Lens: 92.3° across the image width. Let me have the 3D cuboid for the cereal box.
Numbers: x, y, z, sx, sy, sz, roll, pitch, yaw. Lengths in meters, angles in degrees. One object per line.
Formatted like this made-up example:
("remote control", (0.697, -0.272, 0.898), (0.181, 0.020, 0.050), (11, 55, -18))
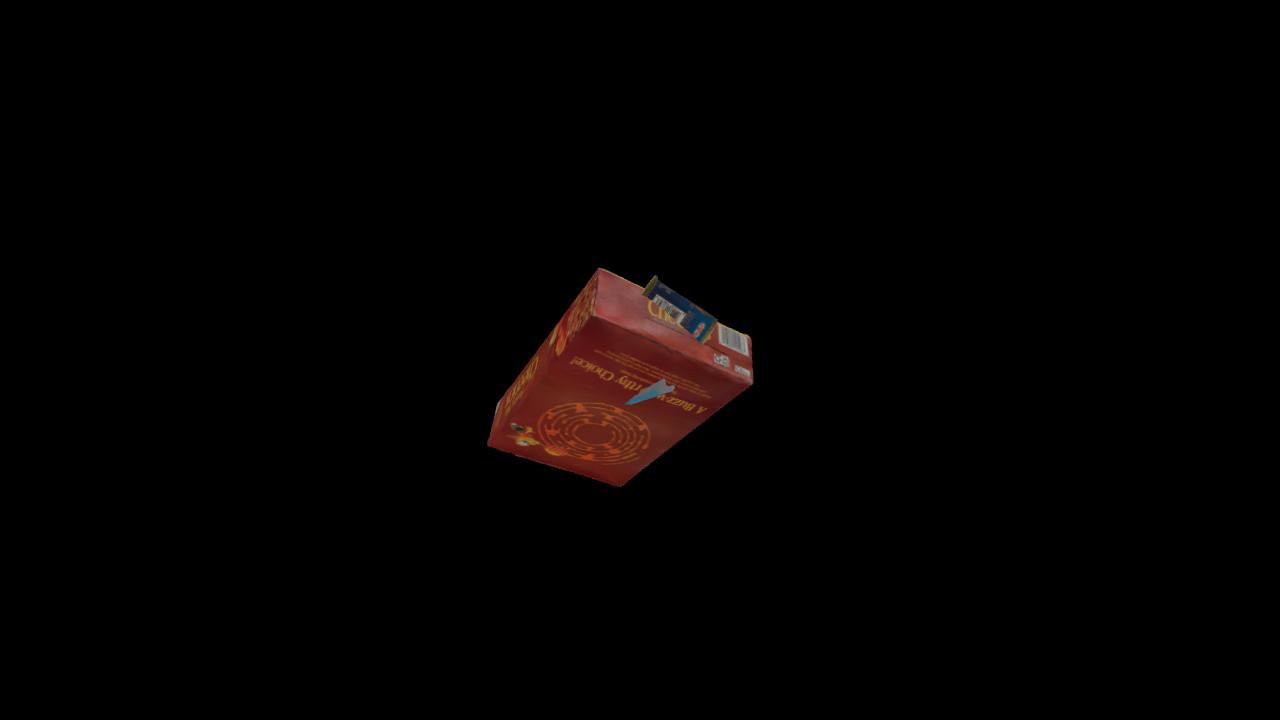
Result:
("cereal box", (-0.036, 0.042, 0.749), (0.203, 0.081, 0.306), (22, -42, -21))

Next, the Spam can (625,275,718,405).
("Spam can", (0.036, -0.047, 0.694), (0.085, 0.058, 0.101), (34, 5, -1))

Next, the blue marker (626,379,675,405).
("blue marker", (-0.012, 0.042, 0.695), (0.121, 0.020, 0.020), (-22, -14, 39))
